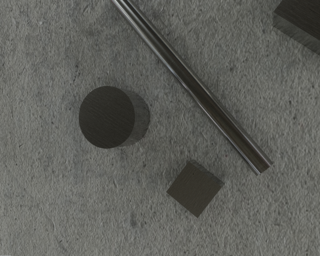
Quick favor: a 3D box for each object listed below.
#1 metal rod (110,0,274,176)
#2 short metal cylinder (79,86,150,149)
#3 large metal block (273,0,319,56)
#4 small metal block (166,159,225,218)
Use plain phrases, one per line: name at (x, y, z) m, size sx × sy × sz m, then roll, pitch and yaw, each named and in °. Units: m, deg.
metal rod at (0.033, -0.066, 0.396) m, size 0.025 × 0.025 × 0.300 m, roll -42°, pitch 77°, yaw 15°
short metal cylinder at (-0.060, -0.014, 0.416) m, size 0.080 × 0.050 × 0.079 m, roll 0°, pitch 90°, yaw 19°
large metal block at (0.181, -0.129, 0.332) m, size 0.080 × 0.050 × 0.080 m, roll 40°, pitch 102°, yaw 15°
small metal block at (0.045, 0.076, 0.393) m, size 0.050 × 0.025 × 0.050 m, roll 38°, pitch 102°, yaw 15°
